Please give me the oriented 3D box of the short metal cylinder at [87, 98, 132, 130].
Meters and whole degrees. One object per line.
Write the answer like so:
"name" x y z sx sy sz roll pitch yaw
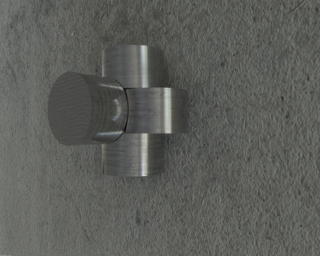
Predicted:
"short metal cylinder" -0.069 -0.019 0.425 0.080 0.081 0.050 -1 89 39

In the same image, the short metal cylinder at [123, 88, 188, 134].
"short metal cylinder" -0.007 -0.019 0.374 0.080 0.081 0.050 0 90 39

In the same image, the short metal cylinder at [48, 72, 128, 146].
"short metal cylinder" -0.083 -0.021 0.351 0.080 0.050 0.079 0 90 39

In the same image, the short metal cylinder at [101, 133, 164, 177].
"short metal cylinder" -0.035 0.031 0.397 0.080 0.081 0.050 0 90 39

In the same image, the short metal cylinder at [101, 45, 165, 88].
"short metal cylinder" -0.034 -0.071 0.397 0.080 0.081 0.050 -2 89 39
